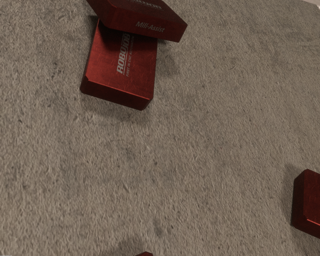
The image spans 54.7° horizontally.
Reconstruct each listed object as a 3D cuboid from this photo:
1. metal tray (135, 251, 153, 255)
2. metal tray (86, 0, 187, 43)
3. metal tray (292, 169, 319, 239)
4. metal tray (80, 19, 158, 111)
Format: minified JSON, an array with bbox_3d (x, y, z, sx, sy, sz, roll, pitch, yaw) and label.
[{"bbox_3d":[-0.044,0.181,0.267,0.131,0.030,0.090,-19,72,-36],"label":"metal tray"},{"bbox_3d":[-0.033,-0.172,0.460,0.131,0.030,0.090,-1,43,-38],"label":"metal tray"},{"bbox_3d":[0.260,0.124,0.444,0.131,0.030,0.090,23,47,3],"label":"metal tray"},{"bbox_3d":[-0.053,-0.095,0.431,0.091,0.030,0.130,16,55,-19],"label":"metal tray"}]
